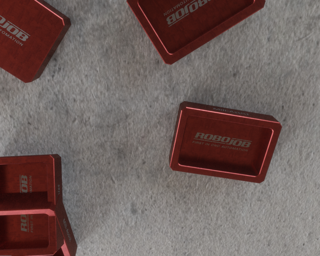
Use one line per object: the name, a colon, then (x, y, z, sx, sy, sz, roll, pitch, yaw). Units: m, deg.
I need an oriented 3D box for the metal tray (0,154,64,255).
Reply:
metal tray: (-0.181, 0.102, 0.416, 0.091, 0.030, 0.129, -3, 87, 0)

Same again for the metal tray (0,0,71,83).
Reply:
metal tray: (-0.184, -0.125, 0.358, 0.130, 0.030, 0.090, 34, 106, -12)

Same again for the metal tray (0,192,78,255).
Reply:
metal tray: (-0.177, 0.148, 0.441, 0.091, 0.030, 0.129, -3, 125, 0)

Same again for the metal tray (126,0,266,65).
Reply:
metal tray: (0.040, -0.144, 0.354, 0.130, 0.030, 0.090, -30, 108, 10)

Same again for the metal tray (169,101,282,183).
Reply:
metal tray: (0.084, 0.020, 0.415, 0.131, 0.030, 0.089, 9, 110, -4)
